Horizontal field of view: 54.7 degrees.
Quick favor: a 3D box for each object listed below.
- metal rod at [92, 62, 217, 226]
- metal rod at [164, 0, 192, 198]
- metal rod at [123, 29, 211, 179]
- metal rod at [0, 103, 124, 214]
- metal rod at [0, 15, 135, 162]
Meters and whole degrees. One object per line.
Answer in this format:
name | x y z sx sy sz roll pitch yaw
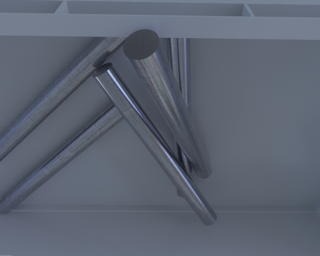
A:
metal rod | 0.009 0.041 0.411 0.025 0.025 0.299 -22 125 18
metal rod | 0.028 -0.012 0.399 0.025 0.025 0.298 -4 130 3
metal rod | 0.027 0.005 0.335 0.025 0.025 0.300 -13 154 11
metal rod | -0.154 0.053 0.452 0.299 0.025 0.025 -36 122 26
metal rod | -0.143 -0.027 0.384 0.299 0.025 0.025 -36 122 26
